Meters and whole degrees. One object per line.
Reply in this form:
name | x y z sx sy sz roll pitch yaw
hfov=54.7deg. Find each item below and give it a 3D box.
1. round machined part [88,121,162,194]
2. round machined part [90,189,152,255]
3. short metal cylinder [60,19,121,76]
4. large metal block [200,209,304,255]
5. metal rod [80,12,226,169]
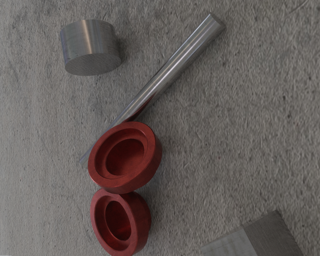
round machined part | -0.042 0.042 0.408 0.098 0.042 0.098 -15 49 18
round machined part | -0.050 0.126 0.431 0.098 0.042 0.097 8 102 41
short metal cylinder | -0.101 -0.115 0.453 0.080 0.081 0.050 -19 78 38
large metal block | 0.096 0.131 0.290 0.050 0.081 0.080 -39 66 33
metal rod | -0.027 -0.033 0.427 0.299 0.025 0.025 -44 64 31
